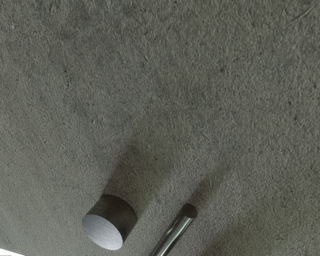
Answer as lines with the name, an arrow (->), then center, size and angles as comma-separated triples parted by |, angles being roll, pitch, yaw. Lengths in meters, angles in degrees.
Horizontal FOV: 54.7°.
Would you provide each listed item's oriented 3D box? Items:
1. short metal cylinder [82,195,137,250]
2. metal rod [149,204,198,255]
short metal cylinder -> -0.087, 0.163, 0.538 | 0.080, 0.050, 0.079 | 13, 124, 21
metal rod -> -0.005, 0.229, 0.551 | 0.025, 0.025, 0.298 | 31, 129, 8
